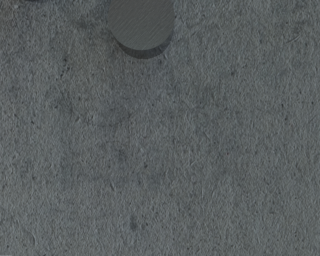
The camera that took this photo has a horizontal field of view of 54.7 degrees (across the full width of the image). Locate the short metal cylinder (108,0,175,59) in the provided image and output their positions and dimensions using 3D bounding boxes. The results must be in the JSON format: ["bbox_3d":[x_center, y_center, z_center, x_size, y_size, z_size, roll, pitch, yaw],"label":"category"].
[{"bbox_3d":[-0.022,-0.134,0.397,0.081,0.050,0.080,0,90,0],"label":"short metal cylinder"}]
